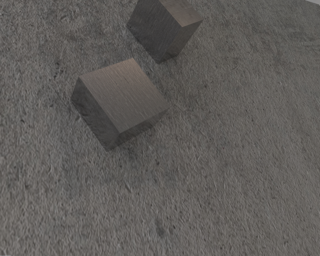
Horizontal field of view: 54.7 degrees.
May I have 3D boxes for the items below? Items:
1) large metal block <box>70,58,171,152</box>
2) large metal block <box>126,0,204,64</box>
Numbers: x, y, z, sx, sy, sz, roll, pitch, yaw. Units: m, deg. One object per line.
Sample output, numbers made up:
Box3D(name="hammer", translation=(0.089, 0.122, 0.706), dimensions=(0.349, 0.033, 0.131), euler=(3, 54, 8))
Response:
Box3D(name="large metal block", translation=(-0.049, -0.030, 0.379), dimensions=(0.081, 0.050, 0.080), euler=(-30, 78, -38))
Box3D(name="large metal block", translation=(0.005, -0.158, 0.467), dimensions=(0.050, 0.080, 0.080), euler=(-33, 80, -38))
